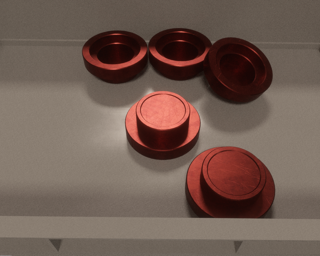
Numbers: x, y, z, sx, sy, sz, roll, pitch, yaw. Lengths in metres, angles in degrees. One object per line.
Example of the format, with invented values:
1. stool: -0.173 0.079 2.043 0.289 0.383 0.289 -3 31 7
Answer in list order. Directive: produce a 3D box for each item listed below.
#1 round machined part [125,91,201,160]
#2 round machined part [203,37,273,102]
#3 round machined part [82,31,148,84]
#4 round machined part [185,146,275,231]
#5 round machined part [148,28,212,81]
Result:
1. round machined part: 0.004 -0.010 0.403 0.099 0.042 0.098 0 50 0
2. round machined part: 0.108 -0.079 0.449 0.099 0.042 0.098 7 63 -14
3. round machined part: -0.068 -0.107 0.483 0.099 0.042 0.098 0 50 0
4. round machined part: 0.078 0.059 0.345 0.099 0.042 0.098 0 50 0
5. round machined part: 0.031 -0.112 0.489 0.099 0.042 0.098 0 50 0
